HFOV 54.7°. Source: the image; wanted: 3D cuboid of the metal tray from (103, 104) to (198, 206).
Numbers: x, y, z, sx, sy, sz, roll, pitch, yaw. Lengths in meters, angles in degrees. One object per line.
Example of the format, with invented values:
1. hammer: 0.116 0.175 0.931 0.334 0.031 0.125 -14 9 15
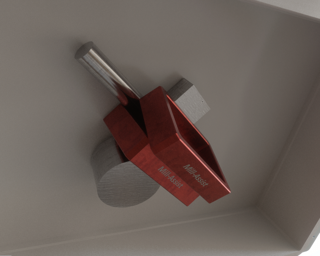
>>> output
1. metal tray: -0.006 0.035 0.384 0.030 0.090 0.130 -43 130 1

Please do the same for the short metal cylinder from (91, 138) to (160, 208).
1. short metal cylinder: -0.043 0.055 0.395 0.081 0.050 0.079 -11 129 -14

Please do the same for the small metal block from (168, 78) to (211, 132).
1. small metal block: 0.031 -0.029 0.407 0.050 0.025 0.050 -42 130 0

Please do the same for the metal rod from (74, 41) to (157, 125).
1. metal rod: 0.003 0.002 0.413 0.025 0.025 0.300 -43 130 1

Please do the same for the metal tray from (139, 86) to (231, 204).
1. metal tray: 0.031 0.022 0.364 0.030 0.090 0.130 -32 131 14
